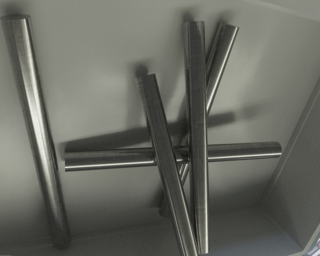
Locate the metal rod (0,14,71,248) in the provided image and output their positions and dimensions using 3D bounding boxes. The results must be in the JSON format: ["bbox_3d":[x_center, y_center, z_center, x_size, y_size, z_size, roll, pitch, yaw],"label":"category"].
[{"bbox_3d":[-0.132,0.028,0.353,0.025,0.025,0.298,-12,124,-22],"label":"metal rod"}]

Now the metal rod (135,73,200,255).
[{"bbox_3d":[0.018,0.081,0.391,0.025,0.025,0.298,-18,101,-18],"label":"metal rod"}]

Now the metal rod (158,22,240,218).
[{"bbox_3d":[0.047,0.005,0.437,0.025,0.025,0.298,2,118,-29],"label":"metal rod"}]

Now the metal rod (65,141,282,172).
[{"bbox_3d":[0.030,0.036,0.417,0.302,0.025,0.025,-2,120,-18],"label":"metal rod"}]

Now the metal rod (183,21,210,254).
[{"bbox_3d":[0.048,0.022,0.392,0.025,0.025,0.298,-10,105,-23],"label":"metal rod"}]
